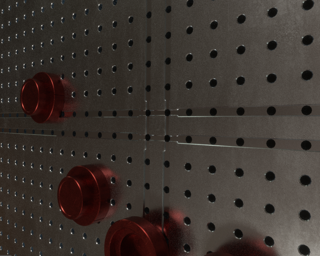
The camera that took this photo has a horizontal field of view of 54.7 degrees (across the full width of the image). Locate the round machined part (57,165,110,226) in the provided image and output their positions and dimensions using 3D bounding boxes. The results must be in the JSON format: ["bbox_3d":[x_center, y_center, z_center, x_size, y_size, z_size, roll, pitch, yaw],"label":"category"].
[{"bbox_3d":[-0.129,0.110,0.502,0.098,0.042,0.097,0,90,39],"label":"round machined part"}]

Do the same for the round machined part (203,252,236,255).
[{"bbox_3d":[0.075,0.184,0.336,0.098,0.042,0.097,0,90,39],"label":"round machined part"}]

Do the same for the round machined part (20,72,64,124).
[{"bbox_3d":[-0.226,-0.057,0.581,0.098,0.042,0.097,0,90,39],"label":"round machined part"}]

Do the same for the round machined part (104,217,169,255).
[{"bbox_3d":[-0.027,0.168,0.419,0.098,0.042,0.097,0,90,39],"label":"round machined part"}]
